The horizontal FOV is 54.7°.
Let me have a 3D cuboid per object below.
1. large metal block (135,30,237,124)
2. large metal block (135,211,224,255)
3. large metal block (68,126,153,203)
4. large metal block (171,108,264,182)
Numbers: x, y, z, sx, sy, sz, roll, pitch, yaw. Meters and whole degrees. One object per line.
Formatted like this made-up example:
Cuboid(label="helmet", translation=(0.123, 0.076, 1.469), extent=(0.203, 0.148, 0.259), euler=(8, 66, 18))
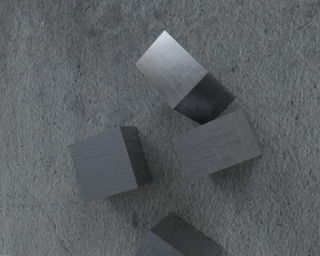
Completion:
Cuboid(label="large metal block", translation=(0.031, -0.054, 0.357), extent=(0.050, 0.080, 0.080), euler=(-47, 57, 14))
Cuboid(label="large metal block", translation=(0.023, 0.154, 0.371), extent=(0.080, 0.080, 0.050), euler=(32, 100, 17))
Cuboid(label="large metal block", translation=(-0.066, 0.048, 0.419), extent=(0.080, 0.050, 0.080), euler=(-19, 84, 19))
Cuboid(label="large metal block", translation=(0.069, 0.018, 0.355), extent=(0.080, 0.080, 0.050), euler=(-24, 82, 18))
